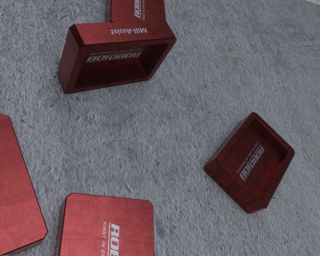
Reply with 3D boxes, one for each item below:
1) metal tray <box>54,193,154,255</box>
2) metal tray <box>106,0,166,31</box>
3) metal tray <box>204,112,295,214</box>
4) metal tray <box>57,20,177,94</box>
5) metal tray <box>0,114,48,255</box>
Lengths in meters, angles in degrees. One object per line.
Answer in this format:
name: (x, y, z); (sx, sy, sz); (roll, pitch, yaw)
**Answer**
metal tray: (-0.052, 0.132, 0.292); (0.091, 0.030, 0.130); (11, 57, -22)
metal tray: (-0.038, -0.191, 0.496); (0.091, 0.030, 0.130); (10, 57, -23)
metal tray: (0.132, 0.045, 0.443); (0.090, 0.030, 0.131); (45, 51, 3)
metal tray: (-0.053, -0.089, 0.387); (0.131, 0.090, 0.030); (-16, 70, -34)
metal tray: (-0.167, 0.056, 0.277); (0.091, 0.030, 0.130); (-15, 69, -34)
